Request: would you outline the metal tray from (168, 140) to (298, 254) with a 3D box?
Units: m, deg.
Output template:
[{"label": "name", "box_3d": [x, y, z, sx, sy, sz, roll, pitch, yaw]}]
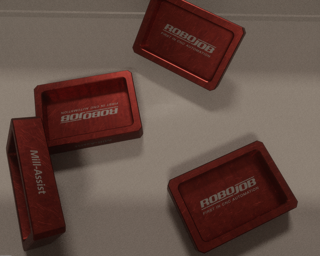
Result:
[{"label": "metal tray", "box_3d": [0.085, 0.082, 0.378, 0.131, 0.030, 0.090, -23, 72, -9]}]

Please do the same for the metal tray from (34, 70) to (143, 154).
[{"label": "metal tray", "box_3d": [-0.094, -0.022, 0.413, 0.131, 0.030, 0.090, -11, 70, -5]}]

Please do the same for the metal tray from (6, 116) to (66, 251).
[{"label": "metal tray", "box_3d": [-0.144, 0.063, 0.348, 0.030, 0.090, 0.130, -7, 68, -33]}]

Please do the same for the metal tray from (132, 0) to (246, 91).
[{"label": "metal tray", "box_3d": [0.037, -0.120, 0.423, 0.130, 0.030, 0.089, 29, 114, 9]}]
